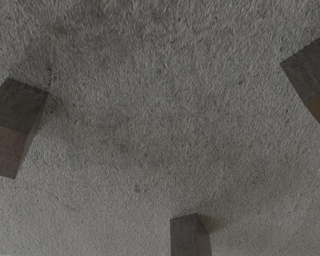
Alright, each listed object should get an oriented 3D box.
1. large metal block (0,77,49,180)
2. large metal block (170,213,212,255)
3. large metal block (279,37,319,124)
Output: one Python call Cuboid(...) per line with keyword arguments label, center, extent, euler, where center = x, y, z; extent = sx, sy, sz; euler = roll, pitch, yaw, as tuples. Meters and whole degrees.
Cuboid(label="large metal block", center=(-0.178, 0.000, 0.369), extent=(0.050, 0.080, 0.079), euler=(21, 127, -17))
Cuboid(label="large metal block", center=(0.057, 0.213, 0.553), extent=(0.050, 0.080, 0.080), euler=(-18, 128, 15))
Cuboid(label="large metal block", center=(0.185, -0.040, 0.339), extent=(0.050, 0.080, 0.080), euler=(-35, 122, 26))
